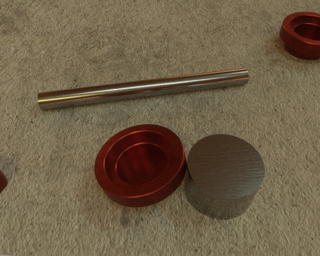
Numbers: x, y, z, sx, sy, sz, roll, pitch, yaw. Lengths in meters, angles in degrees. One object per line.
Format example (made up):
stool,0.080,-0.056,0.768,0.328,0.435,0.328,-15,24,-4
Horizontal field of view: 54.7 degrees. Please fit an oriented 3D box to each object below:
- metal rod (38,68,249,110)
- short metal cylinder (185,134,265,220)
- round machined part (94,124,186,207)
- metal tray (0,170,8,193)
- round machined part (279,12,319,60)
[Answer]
metal rod,-0.019,-0.058,0.451,0.302,0.025,0.025,-8,51,-7
short metal cylinder,0.069,0.053,0.343,0.081,0.050,0.080,0,50,0
round machined part,-0.019,0.045,0.346,0.098,0.042,0.098,-8,46,8
metal tray,-0.253,0.066,0.340,0.130,0.030,0.090,17,52,13
round machined part,0.252,-0.152,0.523,0.099,0.042,0.098,0,50,0
